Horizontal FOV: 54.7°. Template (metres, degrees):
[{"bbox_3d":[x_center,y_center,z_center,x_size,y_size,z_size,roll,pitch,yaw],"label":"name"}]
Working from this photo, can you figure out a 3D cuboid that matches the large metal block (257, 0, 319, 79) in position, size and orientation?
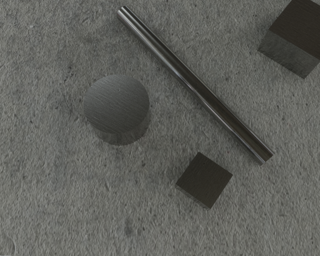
[{"bbox_3d":[0.203,-0.132,0.446,0.080,0.050,0.080,36,74,12],"label":"large metal block"}]

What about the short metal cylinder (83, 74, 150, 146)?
[{"bbox_3d":[-0.053,-0.022,0.402,0.081,0.050,0.080,0,70,0],"label":"short metal cylinder"}]

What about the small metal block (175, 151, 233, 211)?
[{"bbox_3d":[0.054,0.066,0.385,0.050,0.025,0.050,34,73,11],"label":"small metal block"}]

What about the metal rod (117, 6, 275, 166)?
[{"bbox_3d":[0.041,-0.067,0.433,0.025,0.025,0.300,-38,75,-13],"label":"metal rod"}]
